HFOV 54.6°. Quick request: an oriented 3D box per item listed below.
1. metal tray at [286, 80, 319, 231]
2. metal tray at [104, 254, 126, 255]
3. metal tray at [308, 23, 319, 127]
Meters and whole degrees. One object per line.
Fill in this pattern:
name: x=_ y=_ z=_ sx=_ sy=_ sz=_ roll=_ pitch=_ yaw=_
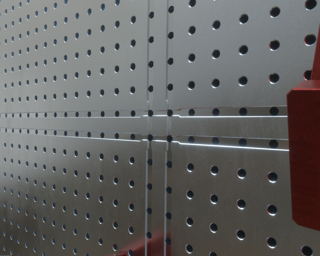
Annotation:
metal tray: x=0.155 y=0.028 z=0.249 sx=0.090 sy=0.030 sz=0.129 roll=6 pitch=115 yaw=41
metal tray: x=-0.080 y=0.248 z=0.422 sx=0.030 sy=0.090 sz=0.130 roll=-16 pitch=73 yaw=33
metal tray: x=0.181 y=-0.059 z=0.257 sx=0.090 sy=0.030 sz=0.129 roll=12 pitch=97 yaw=39
